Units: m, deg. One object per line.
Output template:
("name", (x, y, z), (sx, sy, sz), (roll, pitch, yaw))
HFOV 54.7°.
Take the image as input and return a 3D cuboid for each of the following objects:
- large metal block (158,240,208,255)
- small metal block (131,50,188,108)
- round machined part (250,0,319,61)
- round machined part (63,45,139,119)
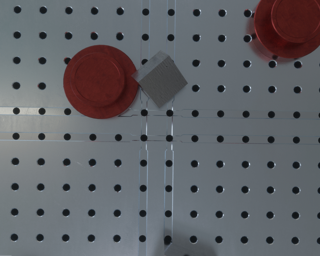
("large metal block", (0.029, 0.205, 0.401), (0.080, 0.050, 0.080), (20, 90, 0))
("small metal block", (0.000, -0.062, 0.400), (0.050, 0.025, 0.050), (-41, 128, -1))
("round machined part", (0.173, -0.140, 0.406), (0.099, 0.042, 0.097), (0, 90, 0))
("round machined part", (-0.077, -0.060, 0.404), (0.099, 0.042, 0.097), (0, 90, 0))
